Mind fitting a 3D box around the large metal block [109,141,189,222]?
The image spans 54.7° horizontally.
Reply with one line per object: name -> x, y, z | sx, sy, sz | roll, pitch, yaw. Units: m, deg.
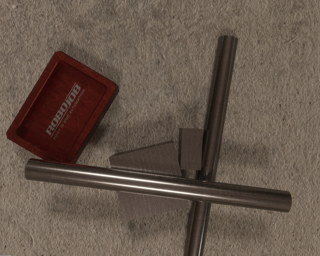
large metal block -> -0.013, 0.065, 0.397 | 0.080, 0.050, 0.080 | -13, 90, -1

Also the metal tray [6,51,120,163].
metal tray -> -0.125, -0.022, 0.405 | 0.090, 0.030, 0.130 | 31, 90, -1

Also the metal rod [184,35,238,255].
metal rod -> 0.067, 0.028, 0.410 | 0.025, 0.025, 0.298 | 9, 90, -1

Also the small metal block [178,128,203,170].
small metal block -> 0.038, 0.025, 0.398 | 0.025, 0.050, 0.050 | 2, 90, 0

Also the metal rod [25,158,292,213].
metal rod -> -0.001, 0.067, 0.360 | 0.302, 0.025, 0.025 | 7, 90, -1
